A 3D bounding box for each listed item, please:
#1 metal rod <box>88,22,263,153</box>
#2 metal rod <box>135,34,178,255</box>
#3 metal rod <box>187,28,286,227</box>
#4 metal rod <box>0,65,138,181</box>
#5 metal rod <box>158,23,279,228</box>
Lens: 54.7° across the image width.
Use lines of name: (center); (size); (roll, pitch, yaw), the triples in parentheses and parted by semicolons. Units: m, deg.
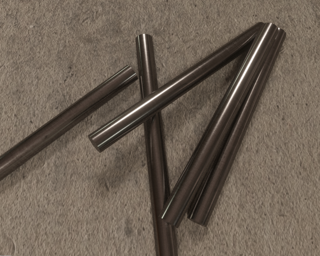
metal rod: (0.038, -0.064, 0.412); (0.302, 0.025, 0.025); (-36, 74, -20)
metal rod: (-0.008, 0.009, 0.404); (0.025, 0.025, 0.299); (-6, 70, -2)
metal rod: (0.109, -0.014, 0.414); (0.025, 0.025, 0.300); (25, 72, 8)
metal rod: (-0.153, 0.013, 0.401); (0.301, 0.025, 0.025); (-39, 75, -13)
metal rod: (0.082, -0.017, 0.390); (0.025, 0.025, 0.300); (28, 71, 9)
